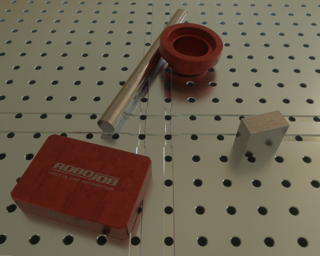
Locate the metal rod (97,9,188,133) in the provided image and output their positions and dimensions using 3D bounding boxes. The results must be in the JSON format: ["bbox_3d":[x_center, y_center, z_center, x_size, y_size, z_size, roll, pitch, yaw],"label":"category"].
[{"bbox_3d":[-0.015,-0.108,0.498,0.025,0.025,0.301,17,52,14],"label":"metal rod"}]

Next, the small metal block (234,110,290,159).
[{"bbox_3d":[0.125,0.008,0.386,0.050,0.050,0.025,-12,51,-11],"label":"small metal block"}]

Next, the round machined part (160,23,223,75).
[{"bbox_3d":[0.048,-0.122,0.496,0.099,0.042,0.098,3,51,-4],"label":"round machined part"}]

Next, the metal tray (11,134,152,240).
[{"bbox_3d":[-0.084,0.062,0.351,0.131,0.030,0.090,13,51,10],"label":"metal tray"}]
